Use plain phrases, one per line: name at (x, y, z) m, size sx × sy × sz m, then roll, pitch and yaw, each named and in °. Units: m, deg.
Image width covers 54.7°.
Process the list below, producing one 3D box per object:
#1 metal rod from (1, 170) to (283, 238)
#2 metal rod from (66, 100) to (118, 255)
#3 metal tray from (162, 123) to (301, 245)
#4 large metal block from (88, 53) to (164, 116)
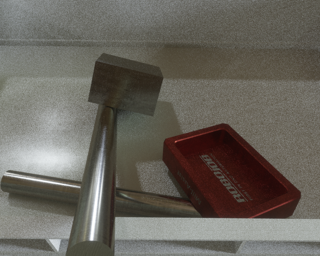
metal rod at (-0.025, 0.081, 0.336) m, size 0.302 × 0.025 × 0.025 m, roll 8°, pitch 51°, yaw 6°
metal rod at (-0.054, 0.015, 0.300) m, size 0.025 × 0.025 × 0.300 m, roll -6°, pitch 21°, yaw -5°
metal tray at (0.070, 0.051, 0.337) m, size 0.091 × 0.030 × 0.130 m, roll -14°, pitch 40°, yaw -22°
large metal block at (-0.043, -0.059, 0.405) m, size 0.081 × 0.050 × 0.080 m, roll 12°, pitch 19°, yaw -8°
